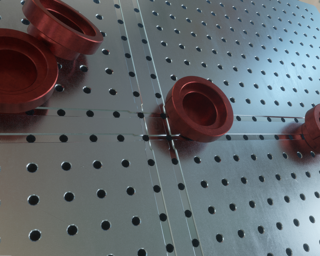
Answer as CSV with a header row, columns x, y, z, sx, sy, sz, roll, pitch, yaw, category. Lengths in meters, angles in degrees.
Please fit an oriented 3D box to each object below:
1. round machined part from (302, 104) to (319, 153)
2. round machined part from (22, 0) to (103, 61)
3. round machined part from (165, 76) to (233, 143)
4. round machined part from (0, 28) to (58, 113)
x,y,z,sx,sy,sz,roll,pitch,yaw,category
0.297,0.008,0.556,0.099,0.042,0.098,14,56,-21,round machined part
-0.124,-0.122,0.389,0.098,0.042,0.098,34,22,-15,round machined part
0.052,-0.022,0.441,0.099,0.042,0.098,14,56,-21,round machined part
-0.167,-0.058,0.342,0.099,0.042,0.098,13,58,-21,round machined part
